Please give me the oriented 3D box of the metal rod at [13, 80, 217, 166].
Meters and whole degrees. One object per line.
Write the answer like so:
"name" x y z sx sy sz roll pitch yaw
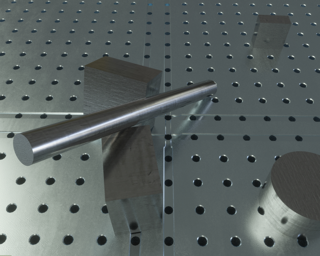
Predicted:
"metal rod" -0.013 -0.022 0.344 0.025 0.025 0.302 33 31 24

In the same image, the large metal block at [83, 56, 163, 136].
"large metal block" -0.048 -0.038 0.395 0.080 0.079 0.050 17 31 14

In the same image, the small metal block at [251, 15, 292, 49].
"small metal block" 0.190 -0.165 0.532 0.050 0.050 0.025 3 50 2

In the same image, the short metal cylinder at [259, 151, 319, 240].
"short metal cylinder" 0.153 0.072 0.333 0.081 0.050 0.080 0 50 0

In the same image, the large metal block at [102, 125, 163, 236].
"large metal block" -0.029 0.055 0.325 0.050 0.080 0.080 -7 51 -6
